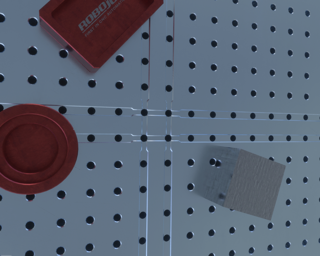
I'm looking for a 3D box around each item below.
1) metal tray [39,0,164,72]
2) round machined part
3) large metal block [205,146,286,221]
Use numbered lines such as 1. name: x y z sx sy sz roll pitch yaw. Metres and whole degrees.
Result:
1. metal tray: -0.070 -0.145 0.383 0.090 0.030 0.130 44 76 -15
2. round machined part: -0.145 0.022 0.350 0.099 0.042 0.097 0 90 -20
3. large metal block: 0.122 0.078 0.444 0.080 0.050 0.080 20 83 -19
